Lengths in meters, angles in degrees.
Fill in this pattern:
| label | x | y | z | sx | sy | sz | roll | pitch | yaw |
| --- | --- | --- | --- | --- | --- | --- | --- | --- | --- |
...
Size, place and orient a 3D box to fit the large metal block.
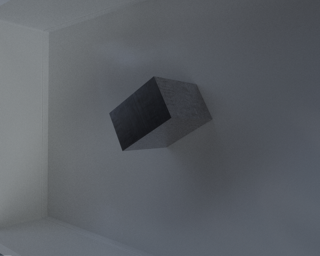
| label | x | y | z | sx | sy | sz | roll | pitch | yaw |
| --- | --- | --- | --- | --- | --- | --- | --- | --- | --- |
| large metal block | 0.001 | -0.014 | 0.371 | 0.080 | 0.081 | 0.050 | -34 | 69 | 35 |
